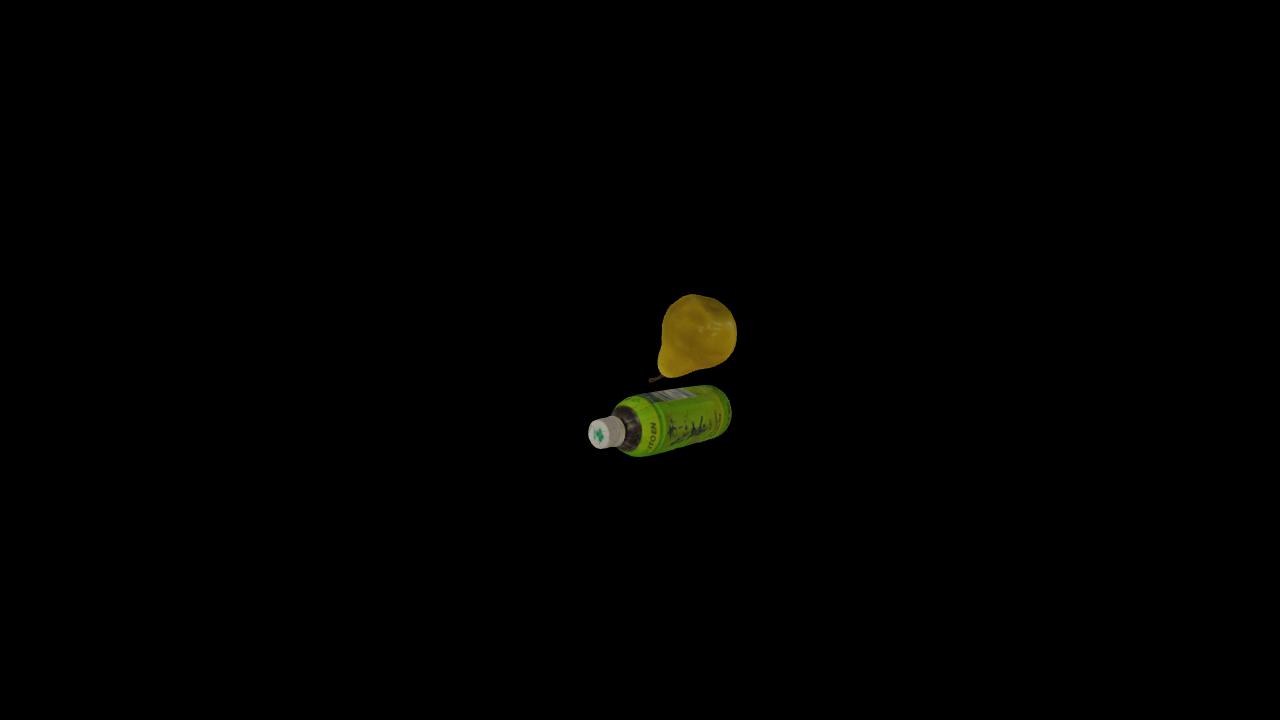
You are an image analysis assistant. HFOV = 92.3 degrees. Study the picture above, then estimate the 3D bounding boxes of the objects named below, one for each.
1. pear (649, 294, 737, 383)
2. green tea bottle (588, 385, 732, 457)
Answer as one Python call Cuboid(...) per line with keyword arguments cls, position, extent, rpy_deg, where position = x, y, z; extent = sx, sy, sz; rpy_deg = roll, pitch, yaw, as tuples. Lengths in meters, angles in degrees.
Cuboid(cls="pear", position=(0.051, -0.011, 0.637), extent=(0.080, 0.111, 0.080), rpy_deg=(19, 33, -13))
Cuboid(cls="green tea bottle", position=(0.024, 0.070, 0.705), extent=(0.073, 0.073, 0.212), rpy_deg=(0, 2, 41))
